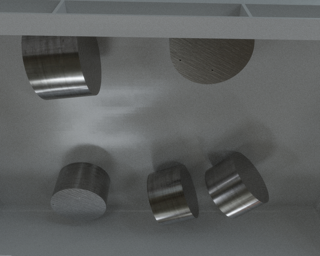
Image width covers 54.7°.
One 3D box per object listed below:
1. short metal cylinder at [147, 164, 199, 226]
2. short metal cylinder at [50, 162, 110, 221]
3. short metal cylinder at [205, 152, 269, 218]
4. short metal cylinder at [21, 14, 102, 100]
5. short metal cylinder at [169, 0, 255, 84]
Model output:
[{"bbox_3d":[0.020,0.099,0.457,0.050,0.080,0.080,-18,128,14],"label":"short metal cylinder"},{"bbox_3d":[-0.120,0.098,0.474,0.081,0.050,0.079,0,130,0],"label":"short metal cylinder"},{"bbox_3d":[0.110,0.081,0.444,0.080,0.080,0.050,37,121,-27],"label":"short metal cylinder"},{"bbox_3d":[-0.094,-0.070,0.312,0.050,0.080,0.080,-5,130,4],"label":"short metal cylinder"},{"bbox_3d":[0.050,-0.092,0.315,0.081,0.050,0.079,-1,130,0],"label":"short metal cylinder"}]
